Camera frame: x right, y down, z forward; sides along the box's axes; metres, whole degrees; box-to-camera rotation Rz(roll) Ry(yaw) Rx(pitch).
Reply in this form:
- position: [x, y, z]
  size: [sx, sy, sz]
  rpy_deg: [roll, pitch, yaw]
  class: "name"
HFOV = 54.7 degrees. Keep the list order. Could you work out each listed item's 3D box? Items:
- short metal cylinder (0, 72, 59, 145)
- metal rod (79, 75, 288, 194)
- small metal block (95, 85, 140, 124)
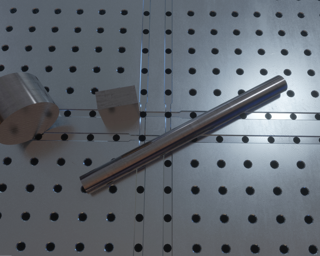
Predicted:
- position: [-0.176, -0.023, 0.389]
  size: [0.080, 0.080, 0.050]
  rpy_deg: [-35, 74, -12]
  class: "short metal cylinder"
- position: [0.038, 0.004, 0.410]
  size: [0.302, 0.025, 0.025]
  rpy_deg: [-27, 73, -10]
  class: "metal rod"
- position: [-0.054, -0.030, 0.409]
  size: [0.050, 0.050, 0.025]
  rpy_deg: [-10, 71, -4]
  class: "small metal block"
